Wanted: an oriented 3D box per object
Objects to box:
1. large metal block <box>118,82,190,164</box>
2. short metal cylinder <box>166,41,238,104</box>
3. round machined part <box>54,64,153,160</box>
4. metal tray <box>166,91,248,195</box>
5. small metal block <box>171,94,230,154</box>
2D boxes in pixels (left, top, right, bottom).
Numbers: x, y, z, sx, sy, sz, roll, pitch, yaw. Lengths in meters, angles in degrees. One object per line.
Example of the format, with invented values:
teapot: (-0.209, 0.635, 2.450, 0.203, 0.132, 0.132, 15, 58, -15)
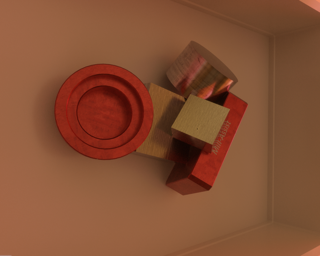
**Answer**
large metal block: (-0.005, -0.003, 0.387, 0.080, 0.050, 0.080, 19, 78, -39)
short metal cylinder: (0.055, -0.069, 0.409, 0.080, 0.080, 0.050, 21, 121, -38)
round machined part: (-0.060, -0.015, 0.330, 0.099, 0.042, 0.097, 2, 85, -17)
metal tray: (0.061, 0.023, 0.414, 0.030, 0.090, 0.130, 32, 67, -7)
small metal block: (0.048, -0.005, 0.363, 0.050, 0.050, 0.025, -60, 162, -23)
